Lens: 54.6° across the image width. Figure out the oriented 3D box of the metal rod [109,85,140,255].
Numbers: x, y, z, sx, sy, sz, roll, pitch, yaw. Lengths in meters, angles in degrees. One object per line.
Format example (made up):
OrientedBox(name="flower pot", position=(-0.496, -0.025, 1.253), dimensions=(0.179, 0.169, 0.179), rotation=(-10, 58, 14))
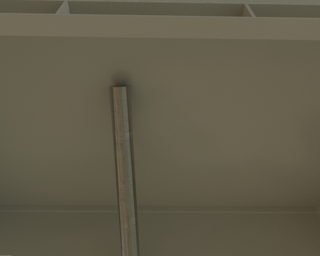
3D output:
OrientedBox(name="metal rod", position=(-0.043, 0.094, 0.406), dimensions=(0.025, 0.025, 0.298), rotation=(-2, 105, 1))
